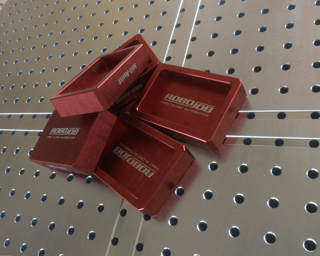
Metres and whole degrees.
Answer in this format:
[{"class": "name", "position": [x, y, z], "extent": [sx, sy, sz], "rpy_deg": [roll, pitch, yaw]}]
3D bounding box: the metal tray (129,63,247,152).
[{"class": "metal tray", "position": [0.034, -0.032, 0.406], "extent": [0.130, 0.030, 0.090], "rpy_deg": [20, 73, 35]}]

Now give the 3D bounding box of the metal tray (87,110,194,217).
[{"class": "metal tray", "position": [-0.034, 0.039, 0.398], "extent": [0.130, 0.030, 0.090], "rpy_deg": [28, 78, 37]}]

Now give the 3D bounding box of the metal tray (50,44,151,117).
[{"class": "metal tray", "position": [-0.080, -0.069, 0.435], "extent": [0.090, 0.030, 0.130], "rpy_deg": [-6, 35, 34]}]

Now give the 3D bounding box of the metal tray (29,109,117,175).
[{"class": "metal tray", "position": [-0.127, 0.014, 0.442], "extent": [0.130, 0.030, 0.090], "rpy_deg": [-1, 61, 44]}]

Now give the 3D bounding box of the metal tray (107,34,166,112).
[{"class": "metal tray", "position": [-0.063, -0.081, 0.488], "extent": [0.130, 0.030, 0.090], "rpy_deg": [-34, 50, 5]}]
